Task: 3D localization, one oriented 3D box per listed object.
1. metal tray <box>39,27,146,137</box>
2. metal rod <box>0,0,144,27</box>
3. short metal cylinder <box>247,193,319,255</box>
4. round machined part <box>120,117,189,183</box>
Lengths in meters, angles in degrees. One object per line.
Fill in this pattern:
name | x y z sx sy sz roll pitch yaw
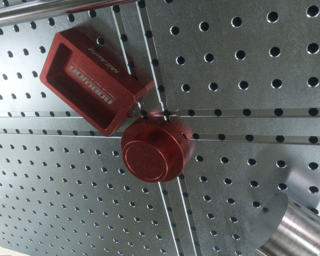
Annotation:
metal tray | -0.094 -0.059 0.420 0.130 0.030 0.090 40 129 0
metal rod | -0.094 -0.151 0.367 0.300 0.025 0.025 1 119 27
short metal cylinder | 0.151 0.127 0.374 0.050 0.080 0.079 34 129 6
round machined part | -0.013 0.037 0.430 0.098 0.042 0.097 13 124 21
